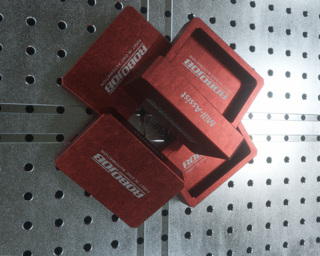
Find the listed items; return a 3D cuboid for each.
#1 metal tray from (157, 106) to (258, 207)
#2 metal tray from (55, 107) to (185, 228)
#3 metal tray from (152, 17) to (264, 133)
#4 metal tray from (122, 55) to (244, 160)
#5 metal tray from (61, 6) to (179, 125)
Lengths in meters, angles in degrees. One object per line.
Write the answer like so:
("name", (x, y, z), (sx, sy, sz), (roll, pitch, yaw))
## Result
("metal tray", (0.065, 0.035, 0.434), (0.131, 0.030, 0.090), (-35, 102, -17))
("metal tray", (-0.045, 0.050, 0.374), (0.090, 0.030, 0.130), (-43, 105, 11))
("metal tray", (0.064, -0.065, 0.402), (0.130, 0.030, 0.090), (38, 78, -17))
("metal tray", (0.023, -0.019, 0.355), (0.130, 0.090, 0.030), (42, 77, -16))
("metal tray", (-0.048, -0.075, 0.392), (0.090, 0.030, 0.130), (41, 77, -16))
